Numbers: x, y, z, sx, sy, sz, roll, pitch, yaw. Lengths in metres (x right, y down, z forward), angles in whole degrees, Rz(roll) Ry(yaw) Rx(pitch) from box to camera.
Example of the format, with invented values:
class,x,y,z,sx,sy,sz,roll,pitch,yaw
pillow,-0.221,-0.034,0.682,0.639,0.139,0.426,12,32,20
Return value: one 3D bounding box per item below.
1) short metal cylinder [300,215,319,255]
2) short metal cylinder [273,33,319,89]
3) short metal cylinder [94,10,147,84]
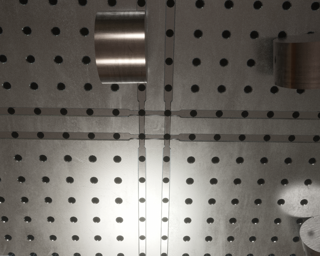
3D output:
class,x,y,z,sx,sy,sz,roll,pitch,yaw
short metal cylinder,0.252,0.172,0.451,0.080,0.080,0.050,-18,109,6
short metal cylinder,0.173,-0.079,0.357,0.080,0.080,0.050,-7,110,2
short metal cylinder,-0.041,-0.090,0.350,0.050,0.080,0.079,-1,110,0
